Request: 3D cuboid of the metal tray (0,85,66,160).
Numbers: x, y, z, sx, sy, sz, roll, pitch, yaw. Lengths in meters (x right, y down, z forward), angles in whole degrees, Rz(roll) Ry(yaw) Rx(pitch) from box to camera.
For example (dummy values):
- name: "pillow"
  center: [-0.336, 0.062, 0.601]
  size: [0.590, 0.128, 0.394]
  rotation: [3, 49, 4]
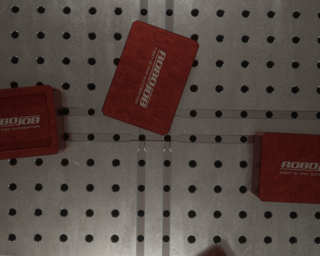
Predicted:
- name: "metal tray"
  center: [-0.198, -0.005, 0.408]
  size: [0.131, 0.030, 0.089]
  rotation: [-6, 90, -1]

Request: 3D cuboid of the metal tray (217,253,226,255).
- name: "metal tray"
  center: [0.086, 0.248, 0.412]
  size: [0.090, 0.030, 0.130]
  rotation: [-34, 90, -1]

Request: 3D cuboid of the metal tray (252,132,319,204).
- name: "metal tray"
  center: [0.194, 0.053, 0.414]
  size: [0.131, 0.030, 0.089]
  rotation: [3, 90, -1]

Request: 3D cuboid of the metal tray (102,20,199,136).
- name: "metal tray"
  center: [-0.012, -0.064, 0.411]
  size: [0.090, 0.030, 0.129]
  rotation: [19, 90, -1]
